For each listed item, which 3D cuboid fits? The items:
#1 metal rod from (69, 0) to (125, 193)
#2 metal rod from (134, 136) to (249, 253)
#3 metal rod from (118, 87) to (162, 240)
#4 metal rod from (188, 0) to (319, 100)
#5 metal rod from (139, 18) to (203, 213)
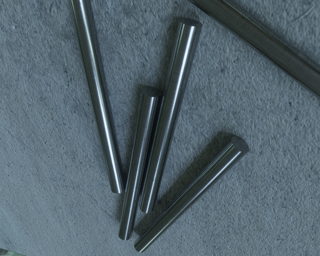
[{"bbox_3d":[-0.081,-0.032,0.429,0.025,0.025,0.298,8,122,24],"label":"metal rod"},{"bbox_3d":[0.030,0.115,0.462,0.025,0.025,0.298,37,129,3],"label":"metal rod"},{"bbox_3d":[-0.036,0.073,0.471,0.025,0.025,0.298,23,127,14],"label":"metal rod"},{"bbox_3d":[0.109,-0.079,0.300,0.300,0.025,0.025,38,129,2],"label":"metal rod"},{"bbox_3d":[0.005,0.008,0.408,0.025,0.025,0.298,23,127,14],"label":"metal rod"}]
